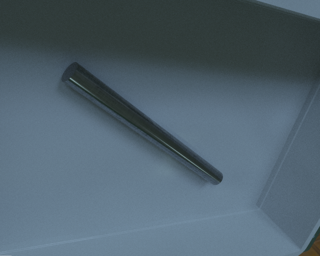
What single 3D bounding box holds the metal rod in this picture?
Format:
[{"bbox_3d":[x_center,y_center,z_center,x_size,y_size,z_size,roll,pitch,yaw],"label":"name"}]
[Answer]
[{"bbox_3d":[0.000,0.012,0.415,0.025,0.025,0.301,-48,129,6],"label":"metal rod"}]
